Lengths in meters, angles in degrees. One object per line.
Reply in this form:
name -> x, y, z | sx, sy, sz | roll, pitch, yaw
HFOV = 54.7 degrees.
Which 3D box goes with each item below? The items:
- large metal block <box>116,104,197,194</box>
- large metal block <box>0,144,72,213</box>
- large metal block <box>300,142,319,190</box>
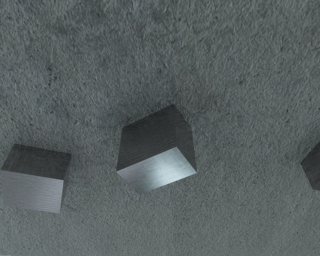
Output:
large metal block -> -0.004, 0.026, 0.393 | 0.080, 0.080, 0.050 | -24, 126, 19
large metal block -> -0.179, 0.075, 0.453 | 0.081, 0.050, 0.079 | 12, 129, -10
large metal block -> 0.264, 0.050, 0.436 | 0.081, 0.050, 0.079 | 14, 129, -12
